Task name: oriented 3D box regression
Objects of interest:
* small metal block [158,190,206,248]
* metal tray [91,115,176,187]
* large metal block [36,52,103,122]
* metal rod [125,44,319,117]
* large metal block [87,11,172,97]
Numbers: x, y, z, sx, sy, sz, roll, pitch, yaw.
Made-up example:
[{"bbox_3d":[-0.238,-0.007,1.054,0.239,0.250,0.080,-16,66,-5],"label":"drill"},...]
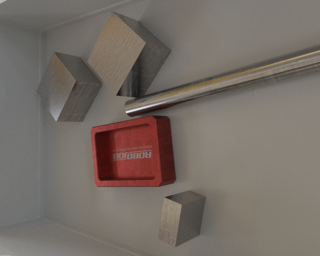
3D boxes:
[{"bbox_3d":[0.027,0.106,0.367,0.025,0.050,0.050,14,99,39],"label":"small metal block"},{"bbox_3d":[-0.042,0.036,0.435,0.130,0.030,0.089,-9,84,39],"label":"metal tray"},{"bbox_3d":[-0.151,-0.066,0.512,0.080,0.050,0.080,49,118,28],"label":"large metal block"},{"bbox_3d":[0.074,-0.050,0.344,0.300,0.025,0.025,-11,83,39],"label":"metal rod"},{"bbox_3d":[-0.044,-0.098,0.425,0.080,0.050,0.080,49,118,28],"label":"large metal block"}]
